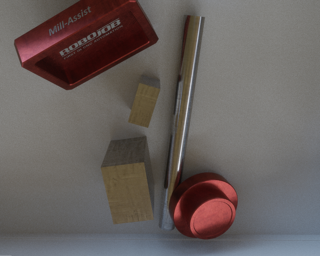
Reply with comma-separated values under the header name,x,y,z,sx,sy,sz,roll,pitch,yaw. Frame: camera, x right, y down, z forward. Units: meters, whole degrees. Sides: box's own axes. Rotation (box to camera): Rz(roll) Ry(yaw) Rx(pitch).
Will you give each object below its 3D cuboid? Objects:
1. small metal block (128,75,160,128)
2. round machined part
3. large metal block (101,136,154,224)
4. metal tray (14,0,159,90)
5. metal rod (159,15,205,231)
name,x,y,z,sx,sy,sz,roll,pitch,yaw
small metal block,-0.019,-0.034,0.385,0.025,0.050,0.050,16,109,-6
round machined part,0.065,0.115,0.432,0.099,0.042,0.097,-7,113,-16
large metal block,-0.038,0.065,0.406,0.050,0.080,0.079,-7,110,2
metal tray,-0.075,-0.095,0.339,0.130,0.090,0.030,-27,74,9
metal rod,0.025,0.008,0.414,0.025,0.025,0.298,5,110,-3
